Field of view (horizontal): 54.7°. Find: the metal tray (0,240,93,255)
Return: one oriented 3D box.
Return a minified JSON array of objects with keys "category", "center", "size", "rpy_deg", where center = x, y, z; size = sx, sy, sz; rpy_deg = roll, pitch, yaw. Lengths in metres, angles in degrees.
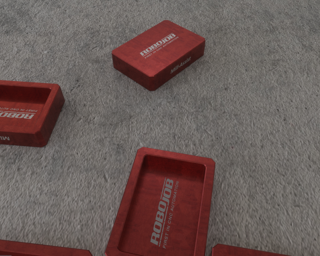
[{"category":"metal tray","center":[-0.131,0.150,0.272],"size":[0.131,0.030,0.090],"rpy_deg":[5,50,4]}]

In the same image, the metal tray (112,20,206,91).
[{"category":"metal tray","center":[-0.001,-0.122,0.502],"size":[0.090,0.030,0.131],"rpy_deg":[35,58,26]}]

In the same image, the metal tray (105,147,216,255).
[{"category":"metal tray","center":[0.006,0.086,0.327],"size":[0.090,0.030,0.130],"rpy_deg":[9,51,7]}]

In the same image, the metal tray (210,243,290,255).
[{"category":"metal tray","center":[0.106,0.159,0.266],"size":[0.131,0.030,0.090],"rpy_deg":[8,50,6]}]

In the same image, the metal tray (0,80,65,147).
[{"category":"metal tray","center":[-0.207,-0.023,0.417],"size":[0.131,0.030,0.090],"rpy_deg":[4,50,3]}]
